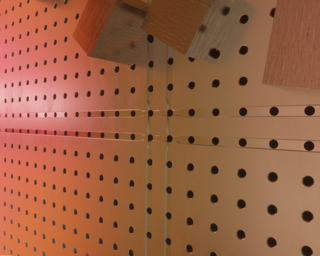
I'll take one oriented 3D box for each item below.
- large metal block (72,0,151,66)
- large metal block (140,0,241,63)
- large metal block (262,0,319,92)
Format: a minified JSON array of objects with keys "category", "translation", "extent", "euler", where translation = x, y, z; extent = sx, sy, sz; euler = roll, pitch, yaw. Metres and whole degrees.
[{"category":"large metal block","translation":[-0.059,-0.138,0.423],"extent":[0.050,0.081,0.080],"euler":[49,119,28]},{"category":"large metal block","translation":[0.035,-0.134,0.365],"extent":[0.080,0.050,0.080],"euler":[40,115,32]},{"category":"large metal block","translation":[0.145,-0.072,0.273],"extent":[0.080,0.050,0.080],"euler":[14,99,39]}]
